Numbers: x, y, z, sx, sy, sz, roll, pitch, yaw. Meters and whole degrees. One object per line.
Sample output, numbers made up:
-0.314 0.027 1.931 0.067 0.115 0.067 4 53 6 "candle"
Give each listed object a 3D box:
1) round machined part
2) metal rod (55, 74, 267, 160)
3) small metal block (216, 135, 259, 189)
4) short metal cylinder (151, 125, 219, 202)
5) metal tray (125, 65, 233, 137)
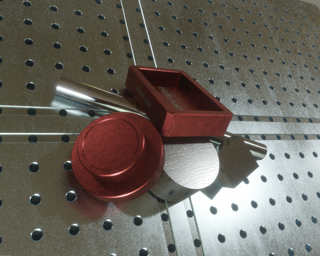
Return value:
-0.046 0.024 0.323 0.099 0.042 0.098 -4 62 7 "round machined part"
0.015 -0.008 0.417 0.302 0.025 0.025 18 55 -18 "metal rod"
0.096 0.045 0.414 0.050 0.025 0.050 -35 97 -22 "small metal block"
0.023 0.043 0.374 0.081 0.050 0.080 14 56 -21 "short metal cylinder"
0.019 -0.038 0.396 0.091 0.030 0.130 0 33 -29 "metal tray"
